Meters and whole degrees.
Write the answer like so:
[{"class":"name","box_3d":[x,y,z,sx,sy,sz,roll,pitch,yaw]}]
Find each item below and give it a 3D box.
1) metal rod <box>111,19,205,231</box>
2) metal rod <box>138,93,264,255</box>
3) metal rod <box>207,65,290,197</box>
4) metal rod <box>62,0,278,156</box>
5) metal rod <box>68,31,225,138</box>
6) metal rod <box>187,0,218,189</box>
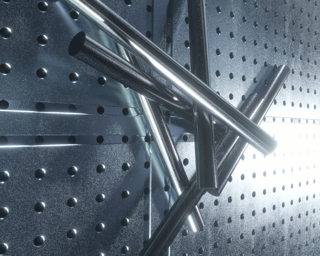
[{"class":"metal rod","box_3d":[0.002,0.010,0.409,0.025,0.025,0.299,-34,111,-35]},{"class":"metal rod","box_3d":[0.067,0.058,0.428,0.301,0.025,0.025,-50,120,-26]},{"class":"metal rod","box_3d":[0.162,-0.009,0.543,0.301,0.025,0.025,-52,121,-27]},{"class":"metal rod","box_3d":[0.021,-0.061,0.360,0.301,0.025,0.025,36,66,-12]},{"class":"metal rod","box_3d":[0.018,-0.033,0.394,0.301,0.025,0.025,25,74,-46]},{"class":"metal rod","box_3d":[0.054,-0.072,0.409,0.025,0.025,0.299,13,69,-39]}]
